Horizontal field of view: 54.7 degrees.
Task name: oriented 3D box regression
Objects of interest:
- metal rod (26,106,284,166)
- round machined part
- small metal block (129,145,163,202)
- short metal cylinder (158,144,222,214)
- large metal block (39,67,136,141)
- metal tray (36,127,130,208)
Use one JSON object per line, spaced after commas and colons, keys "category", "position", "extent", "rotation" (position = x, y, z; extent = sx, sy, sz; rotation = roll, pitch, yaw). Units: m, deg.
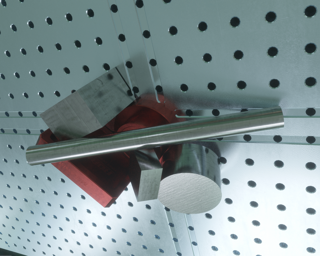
{"category": "metal rod", "position": [-0.015, 0.012, 0.363], "extent": [0.301, 0.025, 0.025], "rotation": [-9, 115, 10]}
{"category": "round machined part", "position": [-0.021, 0.013, 0.421], "extent": [0.098, 0.042, 0.097], "rotation": [13, 124, 20]}
{"category": "small metal block", "position": [-0.020, 0.053, 0.380], "extent": [0.025, 0.050, 0.050], "rotation": [-4, 125, -19]}
{"category": "short metal cylinder", "position": [0.038, 0.066, 0.399], "extent": [0.080, 0.050, 0.079], "rotation": [4, 130, 5]}
{"category": "large metal block", "position": [-0.092, -0.028, 0.403], "extent": [0.080, 0.080, 0.050], "rotation": [-23, 106, 36]}
{"category": "metal tray", "position": [-0.095, 0.038, 0.440], "extent": [0.130, 0.090, 0.030], "rotation": [40, 129, 1]}
